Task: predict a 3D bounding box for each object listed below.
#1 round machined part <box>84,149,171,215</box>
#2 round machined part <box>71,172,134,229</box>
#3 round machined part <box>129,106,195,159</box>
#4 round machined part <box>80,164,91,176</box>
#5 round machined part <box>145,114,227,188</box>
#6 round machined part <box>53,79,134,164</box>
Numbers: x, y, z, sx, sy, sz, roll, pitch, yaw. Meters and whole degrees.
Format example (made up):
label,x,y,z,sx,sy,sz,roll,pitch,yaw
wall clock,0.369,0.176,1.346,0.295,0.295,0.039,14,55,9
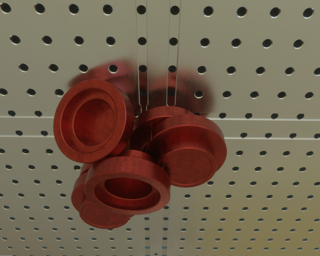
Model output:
label,x,y,z,sx,sy,sz,roll,pitch,yaw
round machined part,-0.036,0.062,0.368,0.098,0.042,0.098,2,138,2
round machined part,-0.074,0.105,0.433,0.099,0.042,0.097,0,130,0
round machined part,0.010,0.023,0.393,0.099,0.042,0.097,0,130,0
round machined part,-0.067,0.083,0.443,0.099,0.042,0.097,0,130,0
round machined part,0.031,0.034,0.373,0.099,0.042,0.097,0,130,0
round machined part,-0.074,-0.005,0.370,0.098,0.098,0.042,-22,162,17
